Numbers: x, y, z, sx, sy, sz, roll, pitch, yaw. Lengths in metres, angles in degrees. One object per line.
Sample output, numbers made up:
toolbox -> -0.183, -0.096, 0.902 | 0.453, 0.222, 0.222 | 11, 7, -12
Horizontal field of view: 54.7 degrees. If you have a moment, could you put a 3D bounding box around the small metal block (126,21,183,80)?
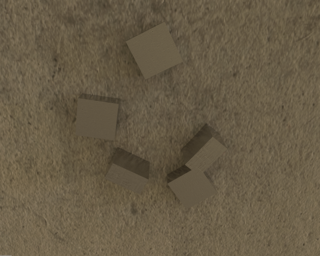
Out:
small metal block -> -0.006, -0.094, 0.375 | 0.050, 0.025, 0.050 | -25, 109, 8

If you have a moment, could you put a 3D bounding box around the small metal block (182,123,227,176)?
small metal block -> 0.057, 0.027, 0.407 | 0.025, 0.050, 0.050 | 39, 105, -13

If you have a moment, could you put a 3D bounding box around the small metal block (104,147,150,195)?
small metal block -> -0.043, 0.056, 0.417 | 0.050, 0.050, 0.025 | 27, 108, -10

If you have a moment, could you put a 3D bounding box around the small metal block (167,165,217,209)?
small metal block -> 0.045, 0.079, 0.440 | 0.050, 0.025, 0.050 | -31, 108, 10

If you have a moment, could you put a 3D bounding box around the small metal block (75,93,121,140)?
small metal block -> -0.080, -0.015, 0.403 | 0.050, 0.025, 0.050 | 8, 110, -4
